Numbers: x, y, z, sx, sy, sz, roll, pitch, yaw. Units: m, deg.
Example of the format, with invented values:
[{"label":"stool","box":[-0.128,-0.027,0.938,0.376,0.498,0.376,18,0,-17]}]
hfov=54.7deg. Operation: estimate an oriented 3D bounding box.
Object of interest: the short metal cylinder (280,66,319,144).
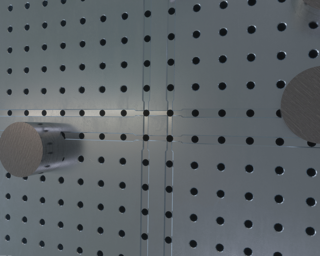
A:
[{"label":"short metal cylinder","box":[0.174,-0.024,0.338,0.080,0.050,0.079,0,90,20]}]

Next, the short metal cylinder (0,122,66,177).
[{"label":"short metal cylinder","box":[-0.192,0.031,0.467,0.080,0.050,0.079,0,90,20]}]

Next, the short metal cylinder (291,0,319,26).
[{"label":"short metal cylinder","box":[0.186,-0.157,0.334,0.080,0.050,0.079,0,90,20]}]
